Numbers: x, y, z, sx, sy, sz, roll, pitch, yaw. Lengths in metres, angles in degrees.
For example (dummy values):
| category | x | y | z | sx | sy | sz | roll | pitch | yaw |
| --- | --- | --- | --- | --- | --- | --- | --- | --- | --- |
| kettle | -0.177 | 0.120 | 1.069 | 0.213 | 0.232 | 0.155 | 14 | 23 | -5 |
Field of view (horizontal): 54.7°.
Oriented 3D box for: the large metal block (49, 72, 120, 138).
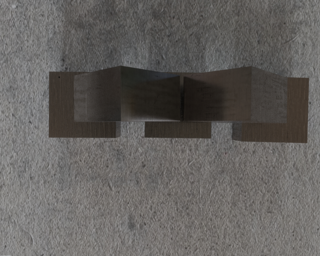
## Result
| category | x | y | z | sx | sy | sz | roll | pitch | yaw |
| --- | --- | --- | --- | --- | --- | --- | --- | --- | --- |
| large metal block | -0.093 | -0.028 | 0.398 | 0.081 | 0.050 | 0.079 | 0 | 90 | -1 |

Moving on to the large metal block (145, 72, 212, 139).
| category | x | y | z | sx | sy | sz | roll | pitch | yaw |
| --- | --- | --- | --- | --- | --- | --- | --- | --- | --- |
| large metal block | 0.022 | -0.028 | 0.399 | 0.081 | 0.050 | 0.079 | 1 | 90 | -1 |

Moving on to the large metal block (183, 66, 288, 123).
| category | x | y | z | sx | sy | sz | roll | pitch | yaw |
| --- | --- | --- | --- | --- | --- | --- | --- | --- | --- |
| large metal block | 0.082 | -0.031 | 0.337 | 0.080 | 0.081 | 0.050 | 1 | 90 | 44 |

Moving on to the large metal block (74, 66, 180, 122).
| category | x | y | z | sx | sy | sz | roll | pitch | yaw |
| --- | --- | --- | --- | --- | --- | --- | --- | --- | --- |
| large metal block | -0.035 | -0.032 | 0.333 | 0.081 | 0.080 | 0.050 | -1 | 91 | -46 |

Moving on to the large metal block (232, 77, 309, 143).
| category | x | y | z | sx | sy | sz | roll | pitch | yaw |
| --- | --- | --- | --- | --- | --- | --- | --- | --- | --- |
| large metal block | 0.140 | -0.022 | 0.401 | 0.081 | 0.050 | 0.079 | 2 | 90 | -1 |
